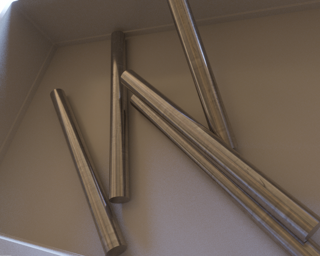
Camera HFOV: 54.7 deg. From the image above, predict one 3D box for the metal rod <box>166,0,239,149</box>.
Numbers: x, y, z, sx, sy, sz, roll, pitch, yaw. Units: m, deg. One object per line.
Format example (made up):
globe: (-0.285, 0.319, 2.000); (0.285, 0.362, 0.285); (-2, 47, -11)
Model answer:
metal rod: (0.034, -0.117, 0.373); (0.025, 0.025, 0.299); (-20, 82, 17)

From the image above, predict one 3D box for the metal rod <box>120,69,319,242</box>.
metal rod: (0.041, 0.007, 0.351); (0.025, 0.025, 0.300); (-45, 52, -3)

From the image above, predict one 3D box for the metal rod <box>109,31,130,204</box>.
metal rod: (-0.061, -0.036, 0.460); (0.025, 0.025, 0.299); (-18, 55, 18)

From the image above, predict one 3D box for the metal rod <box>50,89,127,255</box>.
metal rod: (-0.113, 0.040, 0.440); (0.025, 0.025, 0.300); (-36, 51, 4)

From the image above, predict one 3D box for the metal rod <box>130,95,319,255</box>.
metal rod: (0.053, 0.038, 0.354); (0.025, 0.025, 0.300); (-45, 51, -3)
